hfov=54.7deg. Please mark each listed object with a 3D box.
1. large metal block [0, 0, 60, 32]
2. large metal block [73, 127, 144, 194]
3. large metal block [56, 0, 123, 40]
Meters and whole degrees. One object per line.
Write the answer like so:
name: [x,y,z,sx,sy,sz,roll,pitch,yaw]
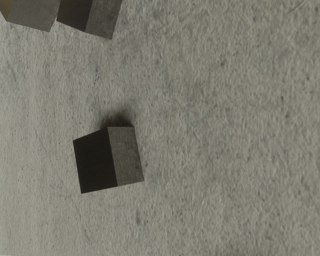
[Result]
large metal block: [-0.229,-0.228,0.555,0.080,0.081,0.050,-52,60,27]
large metal block: [-0.076,0.047,0.449,0.080,0.050,0.080,-19,78,38]
large metal block: [-0.107,-0.189,0.474,0.080,0.050,0.079,30,109,35]
